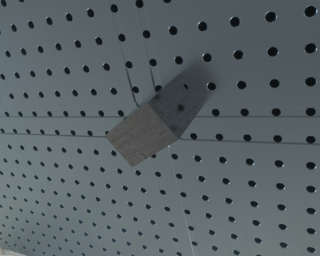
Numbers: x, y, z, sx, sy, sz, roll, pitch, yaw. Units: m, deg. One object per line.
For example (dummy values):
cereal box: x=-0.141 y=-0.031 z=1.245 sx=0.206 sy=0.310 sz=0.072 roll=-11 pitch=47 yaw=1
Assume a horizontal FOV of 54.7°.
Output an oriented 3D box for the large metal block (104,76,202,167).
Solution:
large metal block: x=-0.006 y=-0.008 z=0.373 sx=0.080 sy=0.080 sz=0.050 roll=-34 pitch=100 yaw=38
